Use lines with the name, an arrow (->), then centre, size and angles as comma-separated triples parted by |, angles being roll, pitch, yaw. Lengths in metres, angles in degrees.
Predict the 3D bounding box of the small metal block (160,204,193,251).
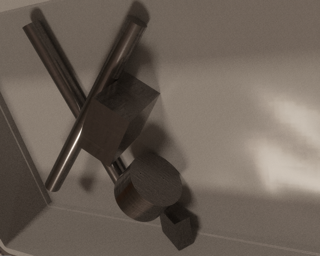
small metal block -> 0.023, 0.146, 0.468 | 0.050, 0.025, 0.050 | 32, 137, 56

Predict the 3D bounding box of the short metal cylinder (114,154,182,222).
short metal cylinder -> -0.017, 0.083, 0.432 | 0.080, 0.080, 0.050 | 40, 129, 0

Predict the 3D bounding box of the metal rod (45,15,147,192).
metal rod -> -0.099, -0.014, 0.422 | 0.025, 0.025, 0.298 | 37, 120, 3

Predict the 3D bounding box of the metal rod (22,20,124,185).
metal rod -> -0.108, -0.010, 0.456 | 0.025, 0.025, 0.299 | -14, 111, 33

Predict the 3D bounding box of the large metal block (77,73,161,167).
large metal block -> -0.052, -0.012, 0.392 | 0.050, 0.080, 0.079 | 33, 129, 6
